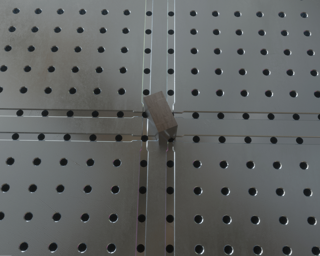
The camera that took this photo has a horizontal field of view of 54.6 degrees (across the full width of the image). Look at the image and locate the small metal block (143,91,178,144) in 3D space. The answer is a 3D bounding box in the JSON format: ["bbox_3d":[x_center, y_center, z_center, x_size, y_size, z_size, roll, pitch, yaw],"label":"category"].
[{"bbox_3d":[0.000,-0.012,0.403,0.025,0.050,0.050,-21,72,-7],"label":"small metal block"}]
